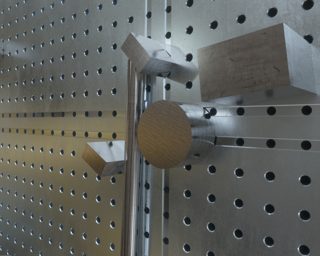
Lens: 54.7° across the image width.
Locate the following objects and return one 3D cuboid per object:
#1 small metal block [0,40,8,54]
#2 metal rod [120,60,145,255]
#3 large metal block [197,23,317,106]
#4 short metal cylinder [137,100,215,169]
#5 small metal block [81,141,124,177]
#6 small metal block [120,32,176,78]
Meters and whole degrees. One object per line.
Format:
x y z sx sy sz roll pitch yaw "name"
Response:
-0.386 -0.191 0.707 0.050 0.050 0.025 28 108 36 "small metal block"
-0.039 0.054 0.438 0.025 0.025 0.298 4 93 39 "metal rod"
0.093 -0.054 0.296 0.080 0.081 0.050 -8 85 39 "large metal block"
0.019 0.007 0.376 0.080 0.050 0.079 0 90 39 "short metal cylinder"
-0.078 0.044 0.455 0.050 0.050 0.025 37 113 33 "small metal block"
-0.015 -0.094 0.403 0.025 0.050 0.050 -51 61 28 "small metal block"
